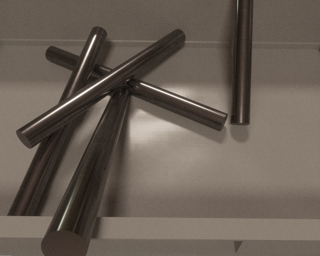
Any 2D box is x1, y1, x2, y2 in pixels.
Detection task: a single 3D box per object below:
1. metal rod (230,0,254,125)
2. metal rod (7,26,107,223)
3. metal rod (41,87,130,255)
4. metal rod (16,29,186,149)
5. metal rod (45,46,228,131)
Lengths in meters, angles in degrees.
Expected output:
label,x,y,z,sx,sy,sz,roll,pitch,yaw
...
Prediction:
label,x,y,z,sx,sy,sz,roll,pitch,yaw
metal rod,0.116,-0.153,0.431,0.025,0.025,0.298,3,84,2
metal rod,-0.121,-0.027,0.405,0.025,0.025,0.300,8,57,6
metal rod,-0.054,0.009,0.309,0.025,0.025,0.300,0,22,-1
metal rod,-0.058,-0.070,0.426,0.025,0.025,0.302,30,51,22
metal rod,-0.046,-0.064,0.458,0.301,0.025,0.025,24,54,18
